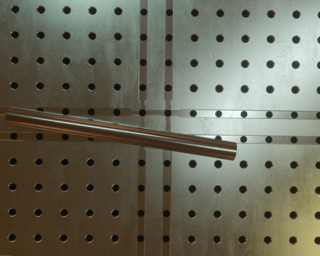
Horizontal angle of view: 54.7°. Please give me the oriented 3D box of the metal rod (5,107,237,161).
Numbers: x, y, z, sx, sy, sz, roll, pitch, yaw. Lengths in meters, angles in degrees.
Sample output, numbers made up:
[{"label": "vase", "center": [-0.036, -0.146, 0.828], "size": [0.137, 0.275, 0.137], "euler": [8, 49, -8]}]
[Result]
[{"label": "metal rod", "center": [-0.050, 0.008, 0.412], "size": [0.302, 0.025, 0.025], "euler": [9, 90, -1]}]
